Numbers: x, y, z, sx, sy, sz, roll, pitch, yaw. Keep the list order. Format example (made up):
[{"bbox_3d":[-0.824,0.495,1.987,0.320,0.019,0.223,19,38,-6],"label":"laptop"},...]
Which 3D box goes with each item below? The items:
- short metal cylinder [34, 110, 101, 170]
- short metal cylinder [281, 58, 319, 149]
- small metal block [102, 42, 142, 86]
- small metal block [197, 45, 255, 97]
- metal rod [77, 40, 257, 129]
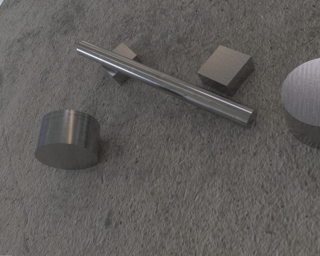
[{"bbox_3d":[-0.124,0.018,0.422,0.080,0.080,0.050,-15,56,20],"label":"short metal cylinder"},{"bbox_3d":[0.169,-0.025,0.315,0.080,0.050,0.080,-13,56,21],"label":"short metal cylinder"},{"bbox_3d":[-0.062,-0.103,0.500,0.050,0.025,0.050,-42,51,-1],"label":"small metal block"},{"bbox_3d":[0.086,-0.075,0.405,0.050,0.025,0.050,34,81,38],"label":"small metal block"},{"bbox_3d":[-0.010,-0.070,0.430,0.300,0.025,0.025,28,77,30],"label":"metal rod"}]
